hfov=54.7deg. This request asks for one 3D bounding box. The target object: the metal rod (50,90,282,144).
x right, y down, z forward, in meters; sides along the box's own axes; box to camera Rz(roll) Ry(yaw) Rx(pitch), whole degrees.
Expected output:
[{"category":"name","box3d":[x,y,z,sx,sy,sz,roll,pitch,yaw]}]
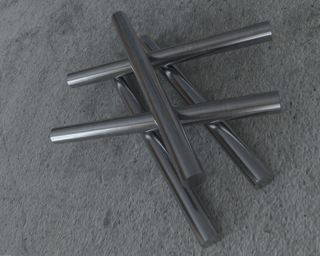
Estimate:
[{"category":"metal rod","box3d":[-0.011,-0.008,0.383,0.301,0.025,0.025,-8,58,23]}]

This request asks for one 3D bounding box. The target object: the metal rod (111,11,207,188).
[{"category":"metal rod","box3d":[-0.015,-0.059,0.384,0.025,0.025,0.299,-30,52,9]}]

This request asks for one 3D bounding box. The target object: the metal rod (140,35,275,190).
[{"category":"metal rod","box3d":[0.041,-0.042,0.408,0.025,0.025,0.300,-37,51,3]}]

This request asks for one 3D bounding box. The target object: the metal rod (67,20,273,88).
[{"category":"metal rod","box3d":[-0.002,-0.097,0.433,0.301,0.025,0.025,-9,58,23]}]

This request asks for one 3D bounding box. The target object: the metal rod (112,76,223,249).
[{"category":"metal rod","box3d":[-0.009,0.012,0.400,0.025,0.025,0.300,-35,51,5]}]
